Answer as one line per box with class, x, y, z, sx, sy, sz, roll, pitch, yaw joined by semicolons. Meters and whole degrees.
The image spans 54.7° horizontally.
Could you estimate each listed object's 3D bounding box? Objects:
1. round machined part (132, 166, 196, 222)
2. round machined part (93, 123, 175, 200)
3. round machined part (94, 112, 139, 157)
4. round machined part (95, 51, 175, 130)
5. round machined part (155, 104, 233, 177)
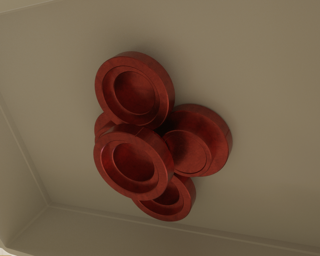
round machined part;0.005;0.082;0.442;0.098;0.042;0.097;13;124;20
round machined part;-0.028;0.037;0.376;0.098;0.042;0.097;13;124;20
round machined part;-0.051;0.019;0.432;0.098;0.042;0.097;13;124;20
round machined part;-0.027;-0.046;0.379;0.098;0.042;0.097;13;124;20
round machined part;0.037;0.022;0.388;0.098;0.042;0.097;13;124;20
